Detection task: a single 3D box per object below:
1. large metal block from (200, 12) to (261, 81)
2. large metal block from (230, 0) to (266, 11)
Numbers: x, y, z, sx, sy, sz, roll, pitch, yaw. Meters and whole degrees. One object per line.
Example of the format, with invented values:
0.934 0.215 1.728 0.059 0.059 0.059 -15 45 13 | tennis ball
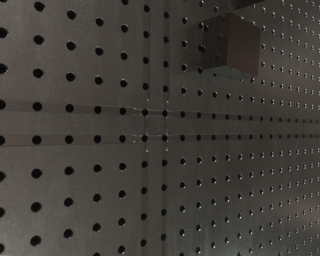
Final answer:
0.113 -0.125 0.490 0.081 0.050 0.080 8 85 -40 | large metal block
0.154 -0.249 0.505 0.050 0.080 0.080 -40 115 -33 | large metal block
